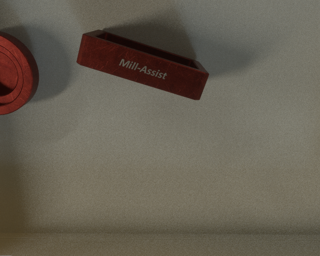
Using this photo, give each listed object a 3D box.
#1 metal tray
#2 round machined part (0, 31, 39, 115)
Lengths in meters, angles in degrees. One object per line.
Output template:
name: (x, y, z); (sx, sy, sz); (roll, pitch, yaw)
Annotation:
metal tray: (-0.017, -0.074, 0.349); (0.131, 0.090, 0.030); (16, 109, -7)
round machined part: (-0.196, -0.068, 0.375); (0.099, 0.042, 0.097); (0, 110, -1)
